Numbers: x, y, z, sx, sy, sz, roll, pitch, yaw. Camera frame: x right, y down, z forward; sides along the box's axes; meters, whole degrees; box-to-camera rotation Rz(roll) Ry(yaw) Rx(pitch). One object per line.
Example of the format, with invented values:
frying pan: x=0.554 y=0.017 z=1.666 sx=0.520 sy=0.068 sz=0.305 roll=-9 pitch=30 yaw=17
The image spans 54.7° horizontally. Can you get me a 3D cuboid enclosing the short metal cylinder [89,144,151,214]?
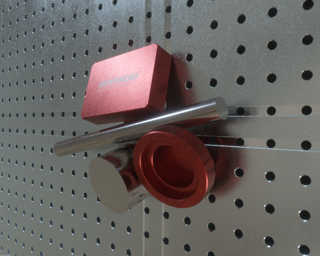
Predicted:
short metal cylinder: x=-0.051 y=0.067 z=0.417 sx=0.080 sy=0.050 sz=0.079 roll=21 pitch=122 yaw=38

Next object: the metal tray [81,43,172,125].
metal tray: x=-0.049 y=-0.056 z=0.426 sx=0.130 sy=0.030 sz=0.090 roll=-6 pitch=67 yaw=39

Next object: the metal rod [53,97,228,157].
metal rod: x=-0.050 y=0.007 z=0.414 sx=0.300 sy=0.025 sz=0.025 roll=-14 pitch=82 yaw=38

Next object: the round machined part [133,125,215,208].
round machined part: x=0.020 y=0.041 z=0.365 sx=0.098 sy=0.042 sz=0.097 roll=16 pitch=120 yaw=29

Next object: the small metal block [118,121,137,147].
small metal block: x=-0.030 y=0.015 z=0.443 sx=0.050 sy=0.025 sz=0.050 roll=23 pitch=104 yaw=37
